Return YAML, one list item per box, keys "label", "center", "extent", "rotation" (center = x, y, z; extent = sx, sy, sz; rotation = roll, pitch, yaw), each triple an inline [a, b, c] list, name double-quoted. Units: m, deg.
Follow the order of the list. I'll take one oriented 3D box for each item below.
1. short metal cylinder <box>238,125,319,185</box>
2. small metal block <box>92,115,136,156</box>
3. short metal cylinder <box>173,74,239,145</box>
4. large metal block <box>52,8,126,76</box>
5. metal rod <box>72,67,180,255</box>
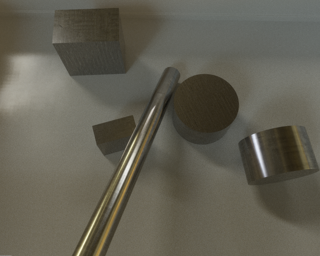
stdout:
- label: "short metal cylinder"
  center: [0.139, 0.035, 0.370]
  extent: [0.081, 0.080, 0.050]
  rotation: [-8, 71, -3]
- label: "small metal block"
  center: [-0.053, 0.010, 0.392]
  extent: [0.050, 0.050, 0.025]
  rotation: [-16, 71, -6]
- label: "short metal cylinder"
  center: [0.057, -0.023, 0.406]
  extent: [0.081, 0.050, 0.080]
  rotation: [0, 70, 0]
- label: "large metal block"
  center: [-0.091, -0.114, 0.421]
  extent: [0.081, 0.080, 0.050]
  rotation: [-3, 70, -1]
- label: "metal rod"
  center: [-0.025, 0.025, 0.337]
  extent: [0.025, 0.025, 0.301]
  rotation: [17, 46, 6]
